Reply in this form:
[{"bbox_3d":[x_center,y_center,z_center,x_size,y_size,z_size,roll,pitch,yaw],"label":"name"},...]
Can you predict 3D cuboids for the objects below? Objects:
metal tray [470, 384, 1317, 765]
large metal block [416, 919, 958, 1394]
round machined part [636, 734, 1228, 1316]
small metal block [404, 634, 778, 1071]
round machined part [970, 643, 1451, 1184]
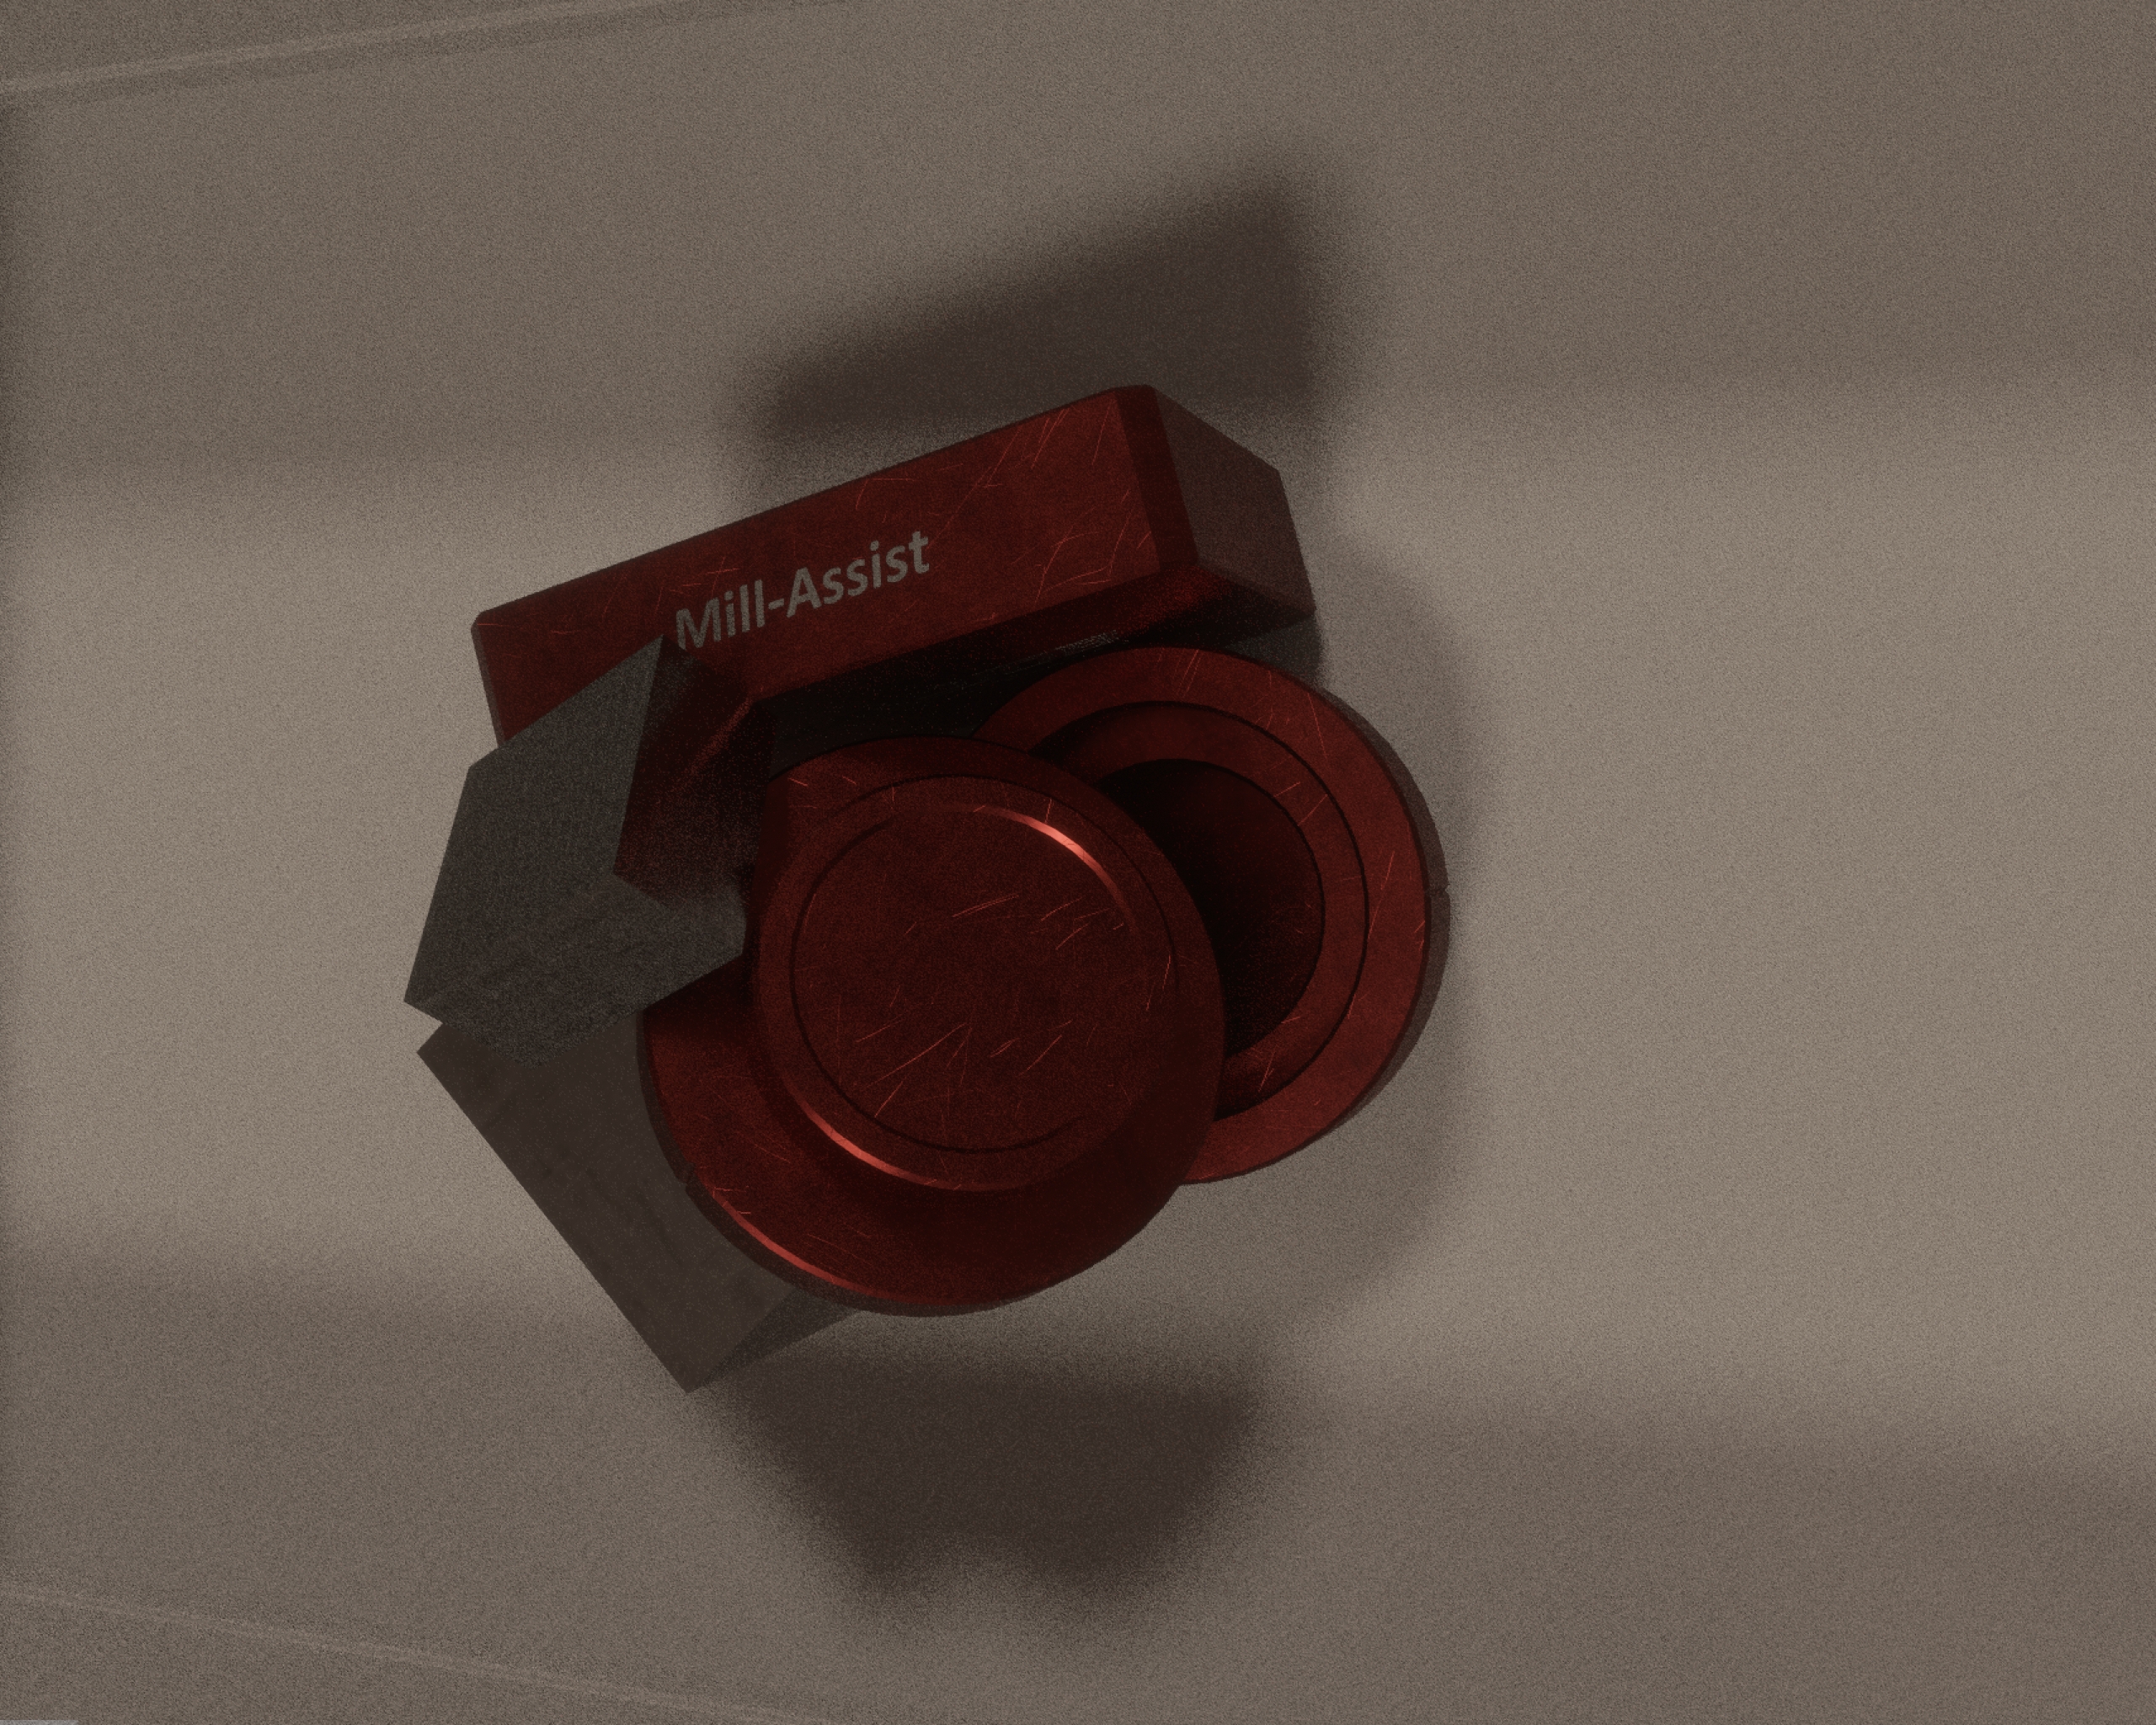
[{"bbox_3d":[-0.031,-0.045,0.384,0.130,0.090,0.030,-16,86,19],"label":"metal tray"},{"bbox_3d":[-0.063,0.046,0.401,0.050,0.080,0.080,-46,76,14],"label":"large metal block"},{"bbox_3d":[-0.022,0.024,0.345,0.099,0.042,0.098,5,71,-14],"label":"round machined part"},{"bbox_3d":[-0.078,-0.001,0.337,0.050,0.025,0.050,-28,42,30],"label":"small metal block"},{"bbox_3d":[0.021,0.009,0.393,0.098,0.042,0.097,0,90,19],"label":"round machined part"}]
